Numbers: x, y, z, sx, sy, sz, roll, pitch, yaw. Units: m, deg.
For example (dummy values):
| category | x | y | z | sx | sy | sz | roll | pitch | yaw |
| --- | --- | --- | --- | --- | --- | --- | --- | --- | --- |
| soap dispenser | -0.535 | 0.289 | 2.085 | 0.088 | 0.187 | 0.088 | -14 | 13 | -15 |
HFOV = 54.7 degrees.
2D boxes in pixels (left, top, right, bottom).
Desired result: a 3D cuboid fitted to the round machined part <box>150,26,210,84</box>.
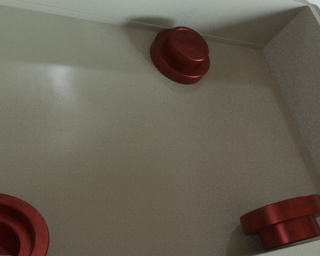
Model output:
| category | x | y | z | sx | sy | sz | roll | pitch | yaw |
| --- | --- | --- | --- | --- | --- | --- | --- | --- | --- |
| round machined part | 0.038 | -0.121 | 0.488 | 0.099 | 0.042 | 0.098 | 14 | 56 | -21 |

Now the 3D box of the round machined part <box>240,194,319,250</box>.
| category | x | y | z | sx | sy | sz | roll | pitch | yaw |
| --- | --- | --- | --- | --- | --- | --- | --- | --- | --- |
| round machined part | 0.149 | 0.115 | 0.368 | 0.099 | 0.097 | 0.042 | 1 | 60 | -28 |

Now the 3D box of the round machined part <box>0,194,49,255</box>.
| category | x | y | z | sx | sy | sz | roll | pitch | yaw |
| --- | --- | --- | --- | --- | --- | --- | --- | --- | --- |
| round machined part | -0.141 | 0.101 | 0.241 | 0.099 | 0.042 | 0.098 | 17 | 30 | -10 |
